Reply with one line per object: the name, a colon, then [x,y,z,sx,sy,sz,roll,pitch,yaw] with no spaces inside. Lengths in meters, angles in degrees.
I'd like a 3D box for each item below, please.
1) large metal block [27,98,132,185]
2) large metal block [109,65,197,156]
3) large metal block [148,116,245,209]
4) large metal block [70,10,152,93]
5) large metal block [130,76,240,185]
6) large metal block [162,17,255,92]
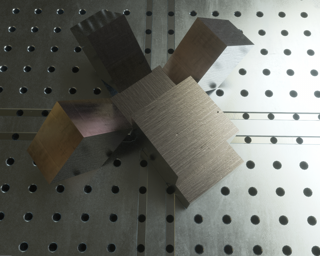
large metal block: [-0.092,0.012,0.362,0.050,0.080,0.080,50,119,16]
large metal block: [-0.007,-0.021,0.406,0.080,0.050,0.080,-36,74,-12]
large metal block: [0.041,0.040,0.383,0.080,0.050,0.080,-35,73,-13]
large metal block: [-0.064,-0.101,0.403,0.050,0.080,0.080,-36,35,-12]
large metal block: [0.025,0.004,0.343,0.080,0.050,0.080,-35,74,-13]
large metal block: [0.063,-0.092,0.400,0.050,0.080,0.081,50,38,16]
